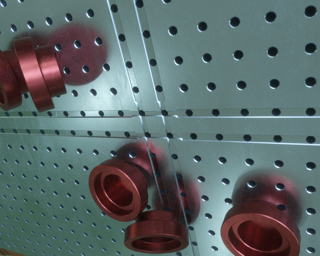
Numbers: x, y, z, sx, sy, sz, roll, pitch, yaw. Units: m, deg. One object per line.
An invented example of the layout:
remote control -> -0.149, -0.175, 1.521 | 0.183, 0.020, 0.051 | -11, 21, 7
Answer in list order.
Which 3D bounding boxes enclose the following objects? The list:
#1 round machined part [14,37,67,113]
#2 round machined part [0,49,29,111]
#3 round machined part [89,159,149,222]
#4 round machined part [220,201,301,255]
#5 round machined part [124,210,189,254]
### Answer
round machined part -> -0.155, -0.073, 0.413 | 0.098, 0.042, 0.097 | 162, 90, -75
round machined part -> -0.227, -0.078, 0.455 | 0.098, 0.042, 0.097 | 31, 137, 35
round machined part -> -0.059, 0.092, 0.480 | 0.098, 0.042, 0.097 | 13, 117, 27
round machined part -> 0.134, 0.137, 0.413 | 0.098, 0.042, 0.097 | 13, 124, 20
round machined part -> -0.005, 0.161, 0.483 | 0.099, 0.042, 0.097 | 0, 143, 0
